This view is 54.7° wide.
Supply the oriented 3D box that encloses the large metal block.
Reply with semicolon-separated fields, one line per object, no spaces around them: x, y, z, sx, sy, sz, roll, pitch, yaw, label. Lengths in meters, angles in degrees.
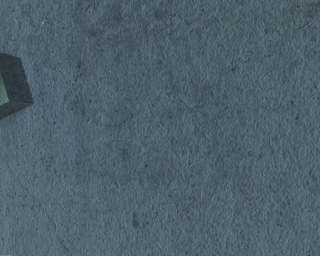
-0.257;-0.063;0.487;0.080;0.050;0.080;-21;83;18;large metal block
